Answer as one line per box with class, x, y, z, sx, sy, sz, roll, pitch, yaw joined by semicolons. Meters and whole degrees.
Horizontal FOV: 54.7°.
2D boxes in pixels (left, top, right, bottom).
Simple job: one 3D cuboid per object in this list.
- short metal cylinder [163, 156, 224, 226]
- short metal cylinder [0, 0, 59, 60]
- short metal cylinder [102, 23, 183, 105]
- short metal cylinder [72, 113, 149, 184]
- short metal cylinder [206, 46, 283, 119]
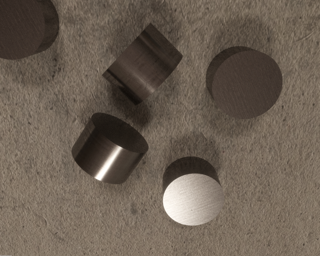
short metal cylinder;0.044;0.086;0.429;0.081;0.050;0.079;0;110;-1
short metal cylinder;-0.162;-0.121;0.350;0.081;0.050;0.079;0;110;-1
short metal cylinder;-0.020;-0.072;0.354;0.050;0.080;0.080;43;104;-14
short metal cylinder;-0.062;0.024;0.389;0.080;0.080;0.050;31;107;-11
short metal cylinder;0.100;-0.057;0.377;0.081;0.050;0.079;0;110;-1
